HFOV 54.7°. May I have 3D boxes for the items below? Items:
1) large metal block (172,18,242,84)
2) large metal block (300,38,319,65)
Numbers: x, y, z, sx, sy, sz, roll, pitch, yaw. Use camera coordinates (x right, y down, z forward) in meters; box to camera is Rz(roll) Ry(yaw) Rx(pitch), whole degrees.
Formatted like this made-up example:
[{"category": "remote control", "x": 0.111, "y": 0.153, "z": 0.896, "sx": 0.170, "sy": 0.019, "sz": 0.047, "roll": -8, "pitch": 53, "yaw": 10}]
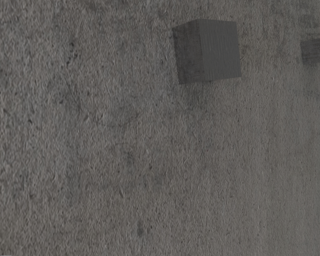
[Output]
[{"category": "large metal block", "x": 0.069, "y": -0.108, "z": 0.445, "sx": 0.081, "sy": 0.050, "sz": 0.079, "roll": -12, "pitch": 98, "yaw": -39}, {"category": "large metal block", "x": 0.367, "y": -0.173, "z": 0.676, "sx": 0.081, "sy": 0.080, "sz": 0.050, "roll": -18, "pitch": 102, "yaw": -39}]
